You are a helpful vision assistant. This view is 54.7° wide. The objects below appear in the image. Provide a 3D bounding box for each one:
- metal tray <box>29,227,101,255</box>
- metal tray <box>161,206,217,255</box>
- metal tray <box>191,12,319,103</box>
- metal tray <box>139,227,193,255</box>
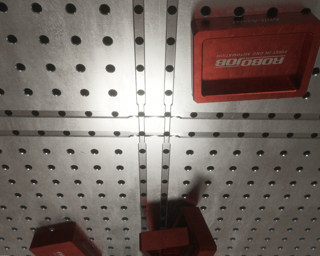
[{"bbox_3d":[-0.185,0.253,0.621,0.090,0.030,0.129,-14,129,11],"label":"metal tray"},{"bbox_3d":[0.045,0.211,0.532,0.030,0.090,0.129,8,120,-22],"label":"metal tray"},{"bbox_3d":[0.101,-0.076,0.345,0.131,0.030,0.089,-3,130,2],"label":"metal tray"},{"bbox_3d":[0.020,0.221,0.575,0.090,0.030,0.130,-9,145,7],"label":"metal tray"}]
